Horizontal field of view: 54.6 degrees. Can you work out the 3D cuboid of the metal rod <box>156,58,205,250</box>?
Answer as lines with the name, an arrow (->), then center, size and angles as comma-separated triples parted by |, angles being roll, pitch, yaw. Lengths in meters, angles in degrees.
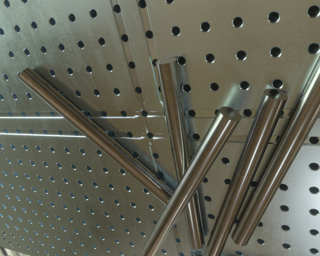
metal rod -> 0.033, 0.053, 0.426 | 0.025, 0.025, 0.298 | 3, 120, 27

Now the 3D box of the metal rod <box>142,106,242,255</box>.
metal rod -> 0.029, 0.094, 0.420 | 0.025, 0.025, 0.298 | 30, 128, 9

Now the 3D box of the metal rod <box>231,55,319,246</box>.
metal rod -> 0.140, 0.041, 0.362 | 0.025, 0.025, 0.298 | 22, 127, 15

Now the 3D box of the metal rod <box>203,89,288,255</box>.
metal rod -> 0.102, 0.085, 0.410 | 0.025, 0.025, 0.298 | 21, 126, 16

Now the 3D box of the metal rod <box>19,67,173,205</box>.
metal rod -> -0.090, 0.016, 0.469 | 0.300, 0.025, 0.025 | 41, 129, 0
